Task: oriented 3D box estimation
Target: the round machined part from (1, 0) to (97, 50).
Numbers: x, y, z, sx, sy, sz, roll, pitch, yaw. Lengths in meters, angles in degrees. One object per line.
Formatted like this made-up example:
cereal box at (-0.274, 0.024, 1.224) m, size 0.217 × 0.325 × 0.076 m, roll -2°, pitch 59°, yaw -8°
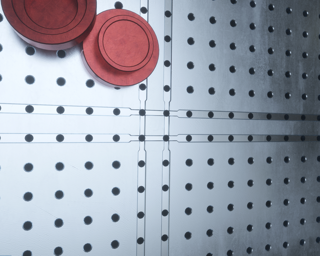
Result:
round machined part at (-0.122, -0.136, 0.353) m, size 0.099 × 0.042 × 0.097 m, roll 1°, pitch 86°, yaw -12°

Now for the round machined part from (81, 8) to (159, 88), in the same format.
round machined part at (-0.047, -0.101, 0.387) m, size 0.099 × 0.042 × 0.097 m, roll 0°, pitch 90°, yaw -21°
